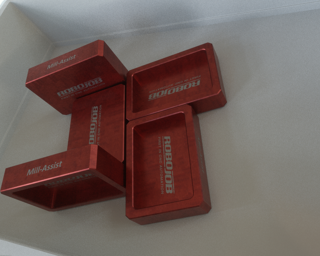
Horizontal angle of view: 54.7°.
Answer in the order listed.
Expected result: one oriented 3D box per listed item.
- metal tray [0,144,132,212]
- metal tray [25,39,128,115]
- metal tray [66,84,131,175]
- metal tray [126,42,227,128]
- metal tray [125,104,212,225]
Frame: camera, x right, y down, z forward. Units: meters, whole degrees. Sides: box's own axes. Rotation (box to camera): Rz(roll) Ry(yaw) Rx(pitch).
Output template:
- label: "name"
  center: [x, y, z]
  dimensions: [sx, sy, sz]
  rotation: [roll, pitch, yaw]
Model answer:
- label: "metal tray"
  center: [-0.109, 0.065, 0.376]
  dimensions: [0.130, 0.090, 0.030]
  rotation: [-16, 56, 19]
- label: "metal tray"
  center: [-0.118, -0.070, 0.462]
  dimensions: [0.130, 0.090, 0.030]
  rotation: [-17, 55, 18]
- label: "metal tray"
  center: [-0.083, 0.007, 0.436]
  dimensions: [0.090, 0.030, 0.130]
  rotation: [-16, 55, 18]
- label: "metal tray"
  center: [0.018, -0.056, 0.424]
  dimensions: [0.130, 0.030, 0.090]
  rotation: [-16, 55, 18]
- label: "metal tray"
  center: [0.006, 0.042, 0.371]
  dimensions: [0.090, 0.030, 0.130]
  rotation: [-16, 55, 18]
